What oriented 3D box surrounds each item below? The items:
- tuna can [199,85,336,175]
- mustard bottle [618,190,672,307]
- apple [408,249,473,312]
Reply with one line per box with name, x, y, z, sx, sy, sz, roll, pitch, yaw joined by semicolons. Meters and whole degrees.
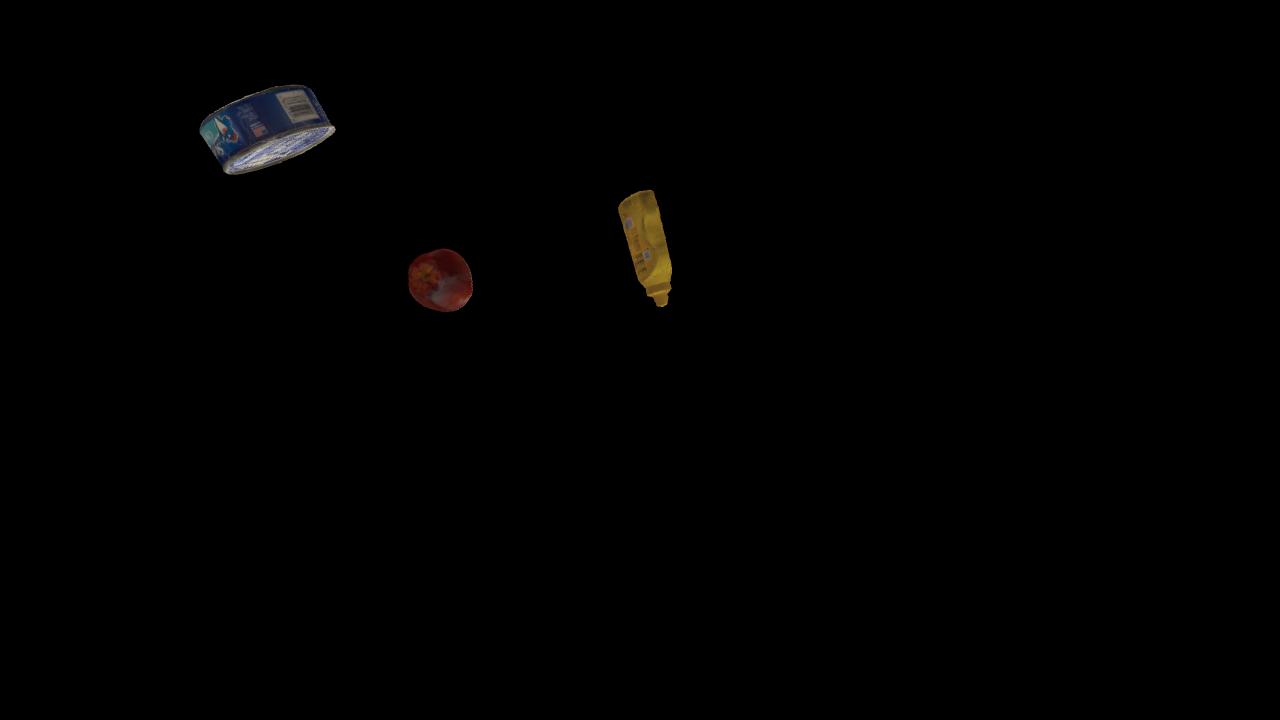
tuna can;-0.275;-0.171;0.456;0.084;0.034;0.084;-22;20;8
mustard bottle;0.015;-0.177;1.013;0.054;0.184;0.092;-14;-1;-30
apple;-0.247;-0.100;0.766;0.079;0.079;0.093;0;-1;9
